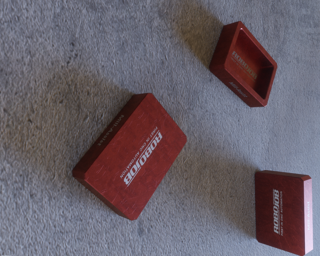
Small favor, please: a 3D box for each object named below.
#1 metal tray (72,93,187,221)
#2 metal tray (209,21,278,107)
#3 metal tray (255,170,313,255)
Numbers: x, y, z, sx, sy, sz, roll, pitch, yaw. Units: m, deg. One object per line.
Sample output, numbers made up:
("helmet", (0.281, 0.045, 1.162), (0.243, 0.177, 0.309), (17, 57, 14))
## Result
("metal tray", (-0.030, 0.032, 0.376), (0.090, 0.030, 0.130), (50, 61, -28))
("metal tray", (0.144, -0.103, 0.521), (0.130, 0.030, 0.090), (32, 70, -35))
("metal tray", (0.214, 0.144, 0.541), (0.030, 0.090, 0.129), (-3, 92, -40))
